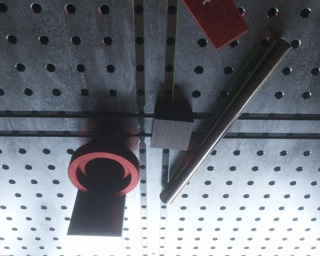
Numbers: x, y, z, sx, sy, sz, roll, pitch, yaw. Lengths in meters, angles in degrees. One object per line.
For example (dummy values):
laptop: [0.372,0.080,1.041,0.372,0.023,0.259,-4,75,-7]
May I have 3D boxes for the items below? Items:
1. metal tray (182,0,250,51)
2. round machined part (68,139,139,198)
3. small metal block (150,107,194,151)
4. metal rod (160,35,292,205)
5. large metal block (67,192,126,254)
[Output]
metal tray: [0.022,-0.137,0.252,0.030,0.090,0.130,-30,124,23]
round machined part: [-0.078,0.054,0.445,0.099,0.042,0.097,-1,130,0]
small metal block: [0.015,0.002,0.414,0.050,0.025,0.050,5,130,-5]
metal rod: [0.071,0.011,0.422,0.025,0.025,0.298,18,128,-16]
large metal block: [-0.100,0.153,0.505,0.081,0.080,0.050,3,130,-4]
